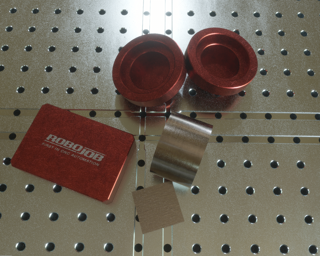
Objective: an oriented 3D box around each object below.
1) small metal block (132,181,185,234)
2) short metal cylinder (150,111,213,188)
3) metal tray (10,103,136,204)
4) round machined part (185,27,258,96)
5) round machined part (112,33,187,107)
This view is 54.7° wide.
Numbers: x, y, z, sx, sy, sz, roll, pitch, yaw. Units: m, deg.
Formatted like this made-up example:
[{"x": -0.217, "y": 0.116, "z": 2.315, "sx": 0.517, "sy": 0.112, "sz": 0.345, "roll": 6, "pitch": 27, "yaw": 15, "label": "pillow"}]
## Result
[{"x": -0.003, "y": 0.097, "z": 0.376, "sx": 0.050, "sy": 0.025, "sz": 0.050, "roll": -15, "pitch": 71, "yaw": -6, "label": "small metal block"}, {"x": 0.026, "y": 0.026, "z": 0.374, "sx": 0.050, "sy": 0.080, "sz": 0.080, "roll": 20, "pitch": 71, "yaw": 7, "label": "short metal cylinder"}, {"x": -0.107, "y": 0.032, "z": 0.396, "sx": 0.131, "sy": 0.030, "sz": 0.090, "roll": 20, "pitch": 71, "yaw": 6, "label": "metal tray"}, {"x": 0.080, "y": -0.087, "z": 0.429, "sx": 0.099, "sy": 0.042, "sz": 0.098, "roll": 5, "pitch": 66, "yaw": -11, "label": "round machined part"}, {"x": -0.011, "y": -0.074, "z": 0.420, "sx": 0.098, "sy": 0.042, "sz": 0.098, "roll": -5, "pitch": 72, "yaw": 17, "label": "round machined part"}]
